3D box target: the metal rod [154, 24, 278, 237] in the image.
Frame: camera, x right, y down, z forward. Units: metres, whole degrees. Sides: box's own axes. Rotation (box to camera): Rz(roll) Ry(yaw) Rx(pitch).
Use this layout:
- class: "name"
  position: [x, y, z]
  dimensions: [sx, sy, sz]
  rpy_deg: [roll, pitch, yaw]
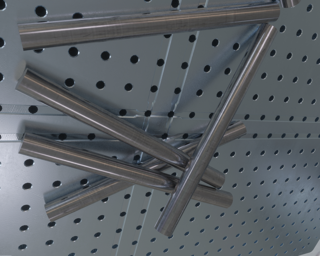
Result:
- class: "metal rod"
  position: [0.074, 0.001, 0.405]
  dimensions: [0.025, 0.025, 0.299]
  rpy_deg: [29, 88, -38]

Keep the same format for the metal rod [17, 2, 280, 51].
- class: "metal rod"
  position: [0.008, -0.116, 0.342]
  dimensions: [0.302, 0.025, 0.025]
  rpy_deg: [-13, 124, -21]

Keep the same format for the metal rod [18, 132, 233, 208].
- class: "metal rod"
  position: [-0.024, 0.063, 0.406]
  dimensions: [0.302, 0.025, 0.025]
  rpy_deg: [20, 108, -26]

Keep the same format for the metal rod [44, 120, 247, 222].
- class: "metal rod"
  position: [-0.009, 0.055, 0.439]
  dimensions: [0.302, 0.025, 0.025]
  rpy_deg: [-22, 127, -15]

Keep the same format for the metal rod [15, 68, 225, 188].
- class: "metal rod"
  position: [-0.025, 0.015, 0.384]
  dimensions: [0.301, 0.025, 0.025]
  rpy_deg: [29, 102, -31]

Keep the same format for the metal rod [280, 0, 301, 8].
- class: "metal rod"
  position: [0.101, -0.256, 0.306]
  dimensions: [0.025, 0.025, 0.300]
  rpy_deg: [-38, 129, -2]
